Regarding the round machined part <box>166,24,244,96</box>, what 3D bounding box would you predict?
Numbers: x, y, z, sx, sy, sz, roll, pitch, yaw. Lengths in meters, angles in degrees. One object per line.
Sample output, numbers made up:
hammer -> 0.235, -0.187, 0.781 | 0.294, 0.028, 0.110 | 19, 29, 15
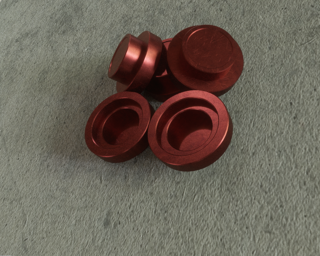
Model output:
round machined part -> 0.058, -0.090, 0.390 | 0.099, 0.042, 0.098 | 2, 71, -5

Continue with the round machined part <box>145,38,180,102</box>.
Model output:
round machined part -> 0.015, -0.088, 0.438 | 0.098, 0.042, 0.098 | -13, 56, 20

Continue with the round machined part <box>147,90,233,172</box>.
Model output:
round machined part -> 0.038, 0.007, 0.369 | 0.098, 0.042, 0.098 | -13, 56, 20

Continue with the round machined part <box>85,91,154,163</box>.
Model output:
round machined part -> -0.048, 0.002, 0.417 | 0.098, 0.042, 0.098 | -13, 56, 20

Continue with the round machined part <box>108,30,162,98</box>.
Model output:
round machined part -> -0.041, -0.094, 0.442 | 0.098, 0.042, 0.098 | -44, 33, 40
